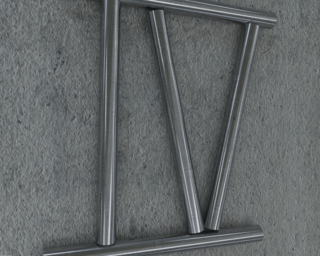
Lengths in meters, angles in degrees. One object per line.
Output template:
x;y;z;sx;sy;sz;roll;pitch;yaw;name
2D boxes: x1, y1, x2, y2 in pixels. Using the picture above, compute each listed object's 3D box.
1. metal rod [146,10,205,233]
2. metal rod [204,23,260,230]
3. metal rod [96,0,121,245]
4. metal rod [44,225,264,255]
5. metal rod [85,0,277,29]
0.021;-0.006;0.418;0.025;0.025;0.298;-12;94;-20;metal rod
0.104;-0.005;0.449;0.025;0.025;0.298;14;85;-20;metal rod
-0.064;-0.008;0.386;0.025;0.025;0.298;1;90;-20;metal rod
0.006;0.155;0.413;0.303;0.025;0.025;1;90;-21;metal rod
0.029;-0.167;0.422;0.303;0.025;0.025;1;90;-21;metal rod
